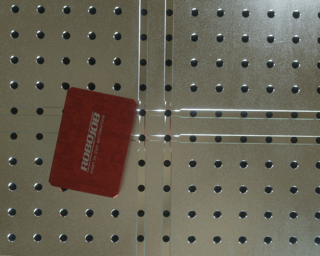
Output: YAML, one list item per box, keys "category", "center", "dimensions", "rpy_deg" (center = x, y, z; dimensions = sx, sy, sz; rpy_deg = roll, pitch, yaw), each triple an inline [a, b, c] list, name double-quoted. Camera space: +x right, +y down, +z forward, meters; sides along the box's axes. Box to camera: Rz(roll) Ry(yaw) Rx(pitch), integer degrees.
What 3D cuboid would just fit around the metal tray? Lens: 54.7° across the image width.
- category: "metal tray"
  center: [-0.086, 0.019, 0.410]
  dimensions: [0.091, 0.030, 0.129]
  rpy_deg: [12, 90, -1]
